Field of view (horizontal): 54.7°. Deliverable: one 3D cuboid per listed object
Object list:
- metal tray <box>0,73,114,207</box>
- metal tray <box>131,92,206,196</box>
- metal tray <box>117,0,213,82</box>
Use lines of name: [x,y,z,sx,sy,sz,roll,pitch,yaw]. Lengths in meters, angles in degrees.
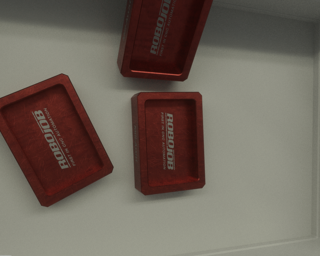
metal tray: [-0.123,0.013,0.362,0.091,0.030,0.129,-28,99,-18]
metal tray: [0.012,0.018,0.413,0.091,0.030,0.129,-3,91,-20]
metal tray: [0.004,-0.121,0.370,0.091,0.030,0.129,1,128,-21]
